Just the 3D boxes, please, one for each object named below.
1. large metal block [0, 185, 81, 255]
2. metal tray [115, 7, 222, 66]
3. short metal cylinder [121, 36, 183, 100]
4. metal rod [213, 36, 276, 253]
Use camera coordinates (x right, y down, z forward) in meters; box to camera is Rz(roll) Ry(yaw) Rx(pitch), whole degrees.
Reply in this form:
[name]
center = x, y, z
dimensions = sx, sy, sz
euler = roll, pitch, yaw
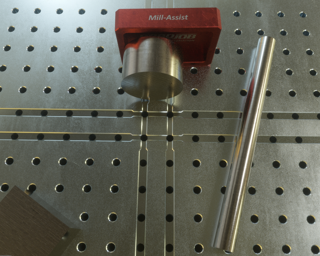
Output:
[large metal block]
center = -0.153, 0.125, 0.352
dimensions = 0.080, 0.050, 0.080
euler = 33, 73, 11
[metal tray]
center = 0.010, -0.120, 0.421
dimensions = 0.131, 0.090, 0.030
euler = -1, 70, -1
[short metal cylinder]
center = -0.009, -0.076, 0.410
dimensions = 0.081, 0.080, 0.050
euler = 2, 70, 0
[metal rod]
center = 0.116, 0.007, 0.409
dimensions = 0.025, 0.025, 0.299
euler = 16, 71, 5
